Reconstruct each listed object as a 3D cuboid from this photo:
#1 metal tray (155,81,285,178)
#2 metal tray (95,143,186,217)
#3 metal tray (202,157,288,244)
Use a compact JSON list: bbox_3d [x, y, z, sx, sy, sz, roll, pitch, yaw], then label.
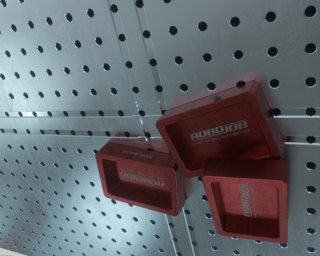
[{"bbox_3d":[0.070,0.008,0.374,0.130,0.030,0.090,-17,110,34],"label":"metal tray"},{"bbox_3d":[-0.029,0.077,0.468,0.130,0.030,0.089,9,122,23],"label":"metal tray"},{"bbox_3d":[0.109,0.091,0.381,0.090,0.030,0.129,0,133,22],"label":"metal tray"}]
